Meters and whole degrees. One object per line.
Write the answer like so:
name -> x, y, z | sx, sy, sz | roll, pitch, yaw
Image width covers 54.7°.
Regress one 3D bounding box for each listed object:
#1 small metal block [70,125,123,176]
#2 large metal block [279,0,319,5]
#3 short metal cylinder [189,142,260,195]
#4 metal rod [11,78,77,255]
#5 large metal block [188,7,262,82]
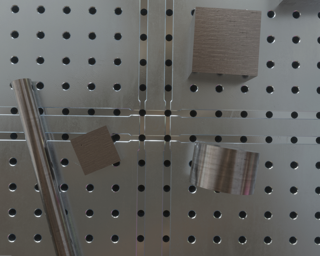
small metal block -> -0.083, 0.029, 0.412 | 0.050, 0.025, 0.050 | -23, 90, -1
large metal block -> 0.203, -0.212, 0.403 | 0.081, 0.050, 0.079 | -2, 90, -1
short metal cylinder -> 0.080, 0.048, 0.387 | 0.081, 0.080, 0.050 | 9, 90, -1
metal rod -> -0.147, 0.082, 0.411 | 0.025, 0.025, 0.298 | -15, 90, 0
large metal block -> 0.081, -0.106, 0.402 | 0.081, 0.050, 0.079 | 3, 90, -1
